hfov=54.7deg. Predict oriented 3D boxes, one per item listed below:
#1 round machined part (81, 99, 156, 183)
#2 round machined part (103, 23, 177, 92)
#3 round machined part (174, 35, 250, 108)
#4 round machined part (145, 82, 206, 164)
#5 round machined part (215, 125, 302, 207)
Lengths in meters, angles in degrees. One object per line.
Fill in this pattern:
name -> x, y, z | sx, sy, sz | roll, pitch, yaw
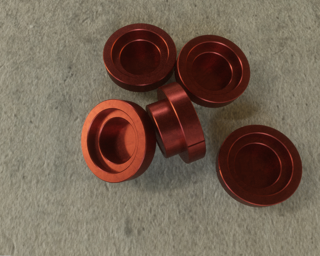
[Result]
round machined part -> -0.045, 0.015, 0.377 | 0.098, 0.042, 0.097 | -1, 89, 31
round machined part -> -0.027, -0.093, 0.433 | 0.099, 0.042, 0.098 | 0, 70, 0
round machined part -> 0.068, -0.073, 0.421 | 0.099, 0.042, 0.098 | 3, 74, -9
round machined part -> 0.014, -0.002, 0.370 | 0.042, 0.098, 0.098 | -21, 72, -8
round machined part -> 0.118, 0.048, 0.383 | 0.099, 0.042, 0.098 | 0, 70, -1
